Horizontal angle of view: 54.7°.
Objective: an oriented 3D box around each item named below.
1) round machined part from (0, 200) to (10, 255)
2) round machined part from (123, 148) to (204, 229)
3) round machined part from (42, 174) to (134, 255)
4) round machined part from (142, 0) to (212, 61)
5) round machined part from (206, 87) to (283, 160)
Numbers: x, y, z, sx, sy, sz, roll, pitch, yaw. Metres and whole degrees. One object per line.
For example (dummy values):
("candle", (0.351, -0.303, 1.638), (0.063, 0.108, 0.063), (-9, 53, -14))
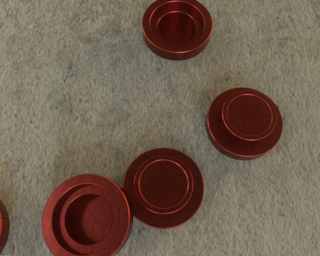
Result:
("round machined part", (-0.221, 0.119, 0.353), (0.099, 0.042, 0.098), (0, 70, -1))
("round machined part", (0.004, 0.070, 0.373), (0.099, 0.042, 0.098), (0, 70, -1))
("round machined part", (-0.079, 0.104, 0.356), (0.099, 0.042, 0.098), (-2, 73, 6))
("round machined part", (0.024, -0.140, 0.450), (0.099, 0.042, 0.098), (0, 70, -1))
("round machined part", (0.112, -0.010, 0.404), (0.099, 0.042, 0.098), (0, 70, -1))
